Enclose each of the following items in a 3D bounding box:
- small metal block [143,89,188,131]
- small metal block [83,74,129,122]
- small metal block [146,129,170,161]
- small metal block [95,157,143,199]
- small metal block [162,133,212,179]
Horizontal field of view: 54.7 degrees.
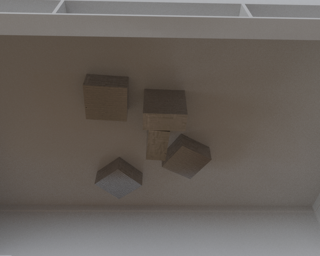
[{"bbox_3d":[0.005,-0.022,0.374,0.050,0.050,0.025,2,130,-2],"label":"small metal block"},{"bbox_3d":[-0.064,-0.036,0.377,0.050,0.025,0.050,3,130,-3],"label":"small metal block"},{"bbox_3d":[-0.003,0.006,0.398,0.025,0.050,0.050,4,130,-4],"label":"small metal block"},{"bbox_3d":[-0.062,0.077,0.474,0.050,0.025,0.050,-34,123,25],"label":"small metal block"},{"bbox_3d":[0.037,0.042,0.445,0.050,0.025,0.050,26,125,-21],"label":"small metal block"}]
